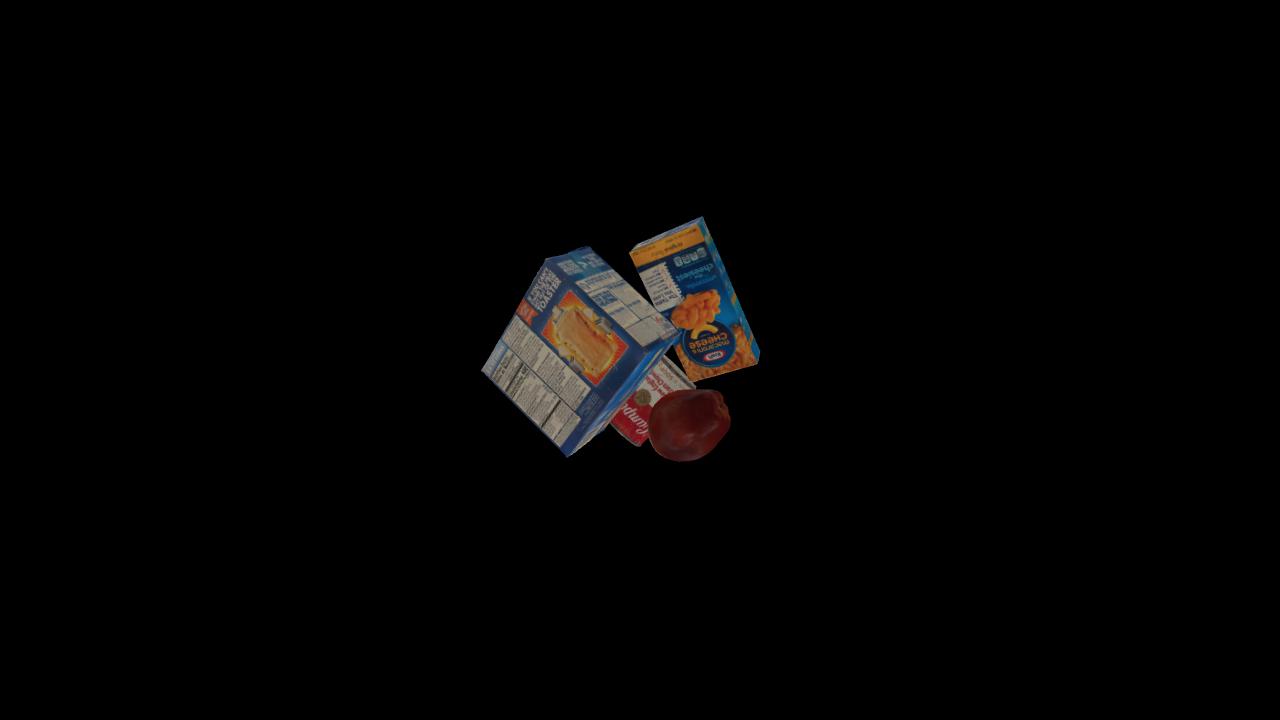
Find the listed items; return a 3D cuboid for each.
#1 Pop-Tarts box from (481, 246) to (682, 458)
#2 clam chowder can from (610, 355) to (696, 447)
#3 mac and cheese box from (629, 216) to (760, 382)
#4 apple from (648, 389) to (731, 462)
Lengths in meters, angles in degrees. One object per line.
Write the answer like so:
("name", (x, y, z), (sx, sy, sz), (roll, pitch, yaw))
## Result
("Pop-Tarts box", (-0.066, -0.009, 0.659), (0.141, 0.167, 0.083), (43, 31, 9))
("clam chowder can", (0.011, 0.047, 0.755), (0.068, 0.102, 0.068), (44, 5, -5))
("mac and cheese box", (0.068, -0.067, 0.736), (0.093, 0.184, 0.041), (-19, 20, 24))
("apple", (0.051, 0.070, 0.669), (0.093, 0.079, 0.079), (-26, -10, 21))
